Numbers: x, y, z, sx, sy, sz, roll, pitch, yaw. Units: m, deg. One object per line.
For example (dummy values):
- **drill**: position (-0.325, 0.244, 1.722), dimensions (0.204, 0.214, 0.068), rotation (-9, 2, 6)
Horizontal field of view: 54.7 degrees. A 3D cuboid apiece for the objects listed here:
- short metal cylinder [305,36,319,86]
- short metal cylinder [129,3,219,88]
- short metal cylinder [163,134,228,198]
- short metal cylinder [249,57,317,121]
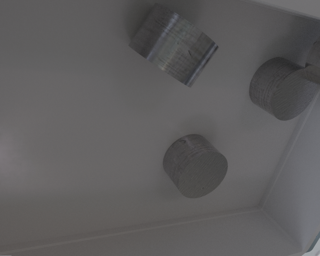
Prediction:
- **short metal cylinder**: position (0.241, -0.087, 0.405), dimensions (0.081, 0.050, 0.079), rotation (-14, 125, -21)
- **short metal cylinder**: position (0.014, -0.086, 0.327), dimensions (0.080, 0.080, 0.050), rotation (26, 104, -37)
- **short metal cylinder**: position (0.051, 0.056, 0.455), dimensions (0.081, 0.050, 0.079), rotation (-14, 124, -21)
- **short metal cylinder**: position (0.180, -0.057, 0.455), dimensions (0.081, 0.050, 0.079), rotation (-14, 124, -21)
